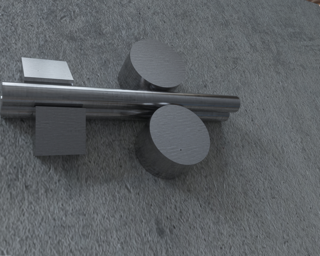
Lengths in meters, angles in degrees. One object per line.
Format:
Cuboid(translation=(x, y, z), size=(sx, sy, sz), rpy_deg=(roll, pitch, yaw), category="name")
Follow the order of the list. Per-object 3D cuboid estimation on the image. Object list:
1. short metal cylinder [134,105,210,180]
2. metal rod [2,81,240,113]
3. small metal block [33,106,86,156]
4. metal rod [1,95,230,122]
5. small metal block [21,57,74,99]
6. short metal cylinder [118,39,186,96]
Cuboid(translation=(0.014, 0.018, 0.386), size=(0.081, 0.050, 0.080), rpy_deg=(14, 56, -21), category="short metal cylinder")
Cuboid(translation=(-0.025, -0.035, 0.381), size=(0.303, 0.025, 0.025), rpy_deg=(0, 62, -28), category="metal rod")
Cuboid(translation=(-0.108, 0.003, 0.332), size=(0.050, 0.025, 0.050), rpy_deg=(1, 88, -29), category="small metal block")
Cuboid(translation=(-0.035, -0.022, 0.400), size=(0.303, 0.025, 0.025), rpy_deg=(0, 62, -28), category="metal rod")
Cuboid(translation=(-0.131, -0.057, 0.357), size=(0.050, 0.025, 0.050), rpy_deg=(0, 35, -28), category="small metal block")
Cuboid(translation=(-0.012, -0.075, 0.428), size=(0.081, 0.050, 0.080), rpy_deg=(14, 56, -21), category="short metal cylinder")
